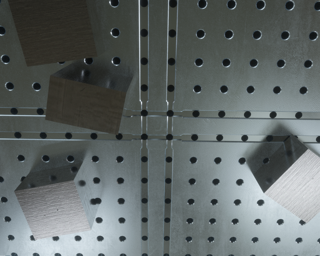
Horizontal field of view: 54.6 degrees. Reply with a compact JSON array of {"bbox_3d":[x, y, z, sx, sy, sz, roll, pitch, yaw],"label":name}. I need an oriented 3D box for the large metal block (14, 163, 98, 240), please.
[{"bbox_3d":[-0.142,0.102,0.437,0.080,0.050,0.080,-11,110,4],"label":"large metal block"}]

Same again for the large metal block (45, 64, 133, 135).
[{"bbox_3d":[-0.080,-0.037,0.370,0.080,0.080,0.050,12,110,-5],"label":"large metal block"}]

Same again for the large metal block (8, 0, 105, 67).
[{"bbox_3d":[-0.115,-0.119,0.355,0.080,0.050,0.080,-8,110,3],"label":"large metal block"}]

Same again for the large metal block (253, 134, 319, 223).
[{"bbox_3d":[0.192,0.069,0.427,0.080,0.050,0.080,35,106,-12],"label":"large metal block"}]
